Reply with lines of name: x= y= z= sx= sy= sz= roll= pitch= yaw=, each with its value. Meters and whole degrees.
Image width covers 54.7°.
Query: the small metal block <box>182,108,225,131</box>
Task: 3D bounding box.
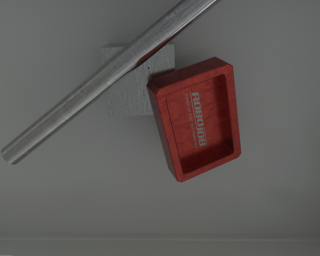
small metal block: x=0.059 y=-0.028 z=0.402 sx=0.050 sy=0.025 sz=0.050 roll=19 pitch=109 yaw=-8

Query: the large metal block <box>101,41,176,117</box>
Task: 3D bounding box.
large metal block: x=-0.023 y=-0.061 z=0.375 sx=0.081 sy=0.050 sz=0.079 roll=-3 pitch=110 yaw=0

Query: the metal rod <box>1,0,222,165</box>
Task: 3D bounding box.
metal rod: x=-0.061 y=-0.052 z=0.337 sx=0.300 sy=0.025 sz=0.025 roll=-36 pitch=107 yaw=13

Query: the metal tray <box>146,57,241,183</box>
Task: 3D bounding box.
metal tray: x=0.044 y=-0.007 z=0.363 sx=0.091 sy=0.030 sz=0.129 roll=-22 pitch=123 yaw=-12
